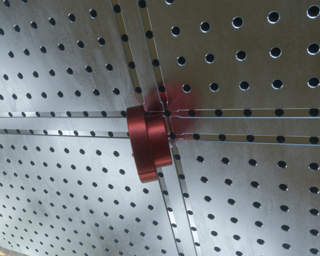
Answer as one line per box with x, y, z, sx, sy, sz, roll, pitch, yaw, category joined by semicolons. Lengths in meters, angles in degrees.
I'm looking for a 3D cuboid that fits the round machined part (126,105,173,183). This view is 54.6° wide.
-0.011;0.018;0.394;0.042;0.098;0.097;-12;117;-1;round machined part
